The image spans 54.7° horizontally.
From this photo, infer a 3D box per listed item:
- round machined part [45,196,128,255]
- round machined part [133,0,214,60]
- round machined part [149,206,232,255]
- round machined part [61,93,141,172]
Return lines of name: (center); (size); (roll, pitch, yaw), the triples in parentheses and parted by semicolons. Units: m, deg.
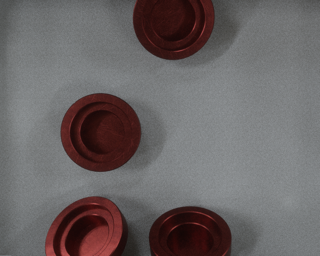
round machined part: (-0.086, 0.138, 0.385); (0.098, 0.042, 0.098); (-9, 46, 10)
round machined part: (0.016, -0.139, 0.390); (0.099, 0.042, 0.097); (-1, 117, -2)
round machined part: (0.037, 0.145, 0.381); (0.099, 0.098, 0.042); (-5, 117, -1)
round machined part: (-0.073, 0.005, 0.402); (0.099, 0.042, 0.097); (0, 90, -1)
